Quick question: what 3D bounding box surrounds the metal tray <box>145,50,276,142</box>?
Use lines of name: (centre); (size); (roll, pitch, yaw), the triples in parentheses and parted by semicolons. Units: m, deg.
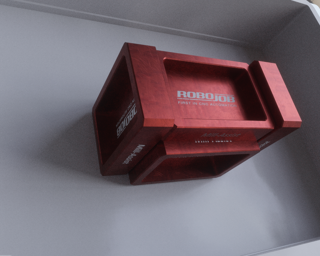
metal tray: (0.053, -0.032, 0.332); (0.131, 0.030, 0.090); (1, 61, -28)

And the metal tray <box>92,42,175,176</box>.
metal tray: (-0.036, -0.013, 0.325); (0.030, 0.129, 0.090); (1, 62, -28)

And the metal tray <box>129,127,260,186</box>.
metal tray: (0.037, 0.033, 0.360); (0.131, 0.090, 0.030); (0, 61, -28)

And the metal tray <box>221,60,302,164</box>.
metal tray: (0.108, -0.013, 0.401); (0.030, 0.129, 0.090); (1, 62, -28)

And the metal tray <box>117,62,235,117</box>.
metal tray: (0.018, -0.046, 0.398); (0.131, 0.090, 0.030); (0, 63, -28)
